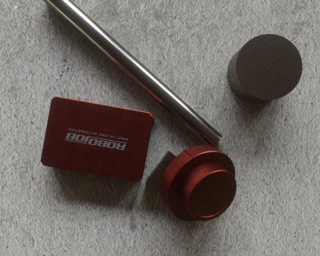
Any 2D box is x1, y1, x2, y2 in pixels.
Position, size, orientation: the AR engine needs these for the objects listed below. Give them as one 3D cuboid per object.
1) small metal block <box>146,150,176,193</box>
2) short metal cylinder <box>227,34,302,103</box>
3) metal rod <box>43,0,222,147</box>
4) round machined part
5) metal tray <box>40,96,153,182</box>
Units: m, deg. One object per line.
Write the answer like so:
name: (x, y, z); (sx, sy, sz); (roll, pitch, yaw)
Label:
small metal block: (0.017, 0.065, 0.410); (0.050, 0.025, 0.050); (37, 90, 0)
short metal cylinder: (0.132, -0.074, 0.399); (0.081, 0.050, 0.080); (0, 90, 0)
metal rod: (-0.038, -0.081, 0.409); (0.300, 0.025, 0.025); (42, 90, 0)
round machined part: (0.054, 0.073, 0.379); (0.099, 0.042, 0.097); (-11, 114, -24)
metal tray: (-0.080, 0.014, 0.407); (0.131, 0.030, 0.089); (10, 90, 0)
